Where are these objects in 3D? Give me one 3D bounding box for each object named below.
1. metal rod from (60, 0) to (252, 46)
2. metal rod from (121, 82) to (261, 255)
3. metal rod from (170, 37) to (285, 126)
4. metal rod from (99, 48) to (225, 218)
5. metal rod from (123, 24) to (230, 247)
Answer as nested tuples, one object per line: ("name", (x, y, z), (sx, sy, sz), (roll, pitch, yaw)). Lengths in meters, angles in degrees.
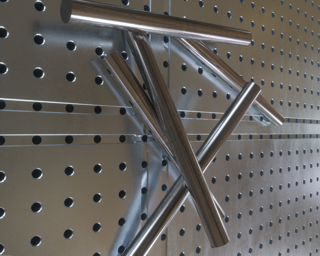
("metal rod", (0.023, -0.128, 0.395), (0.302, 0.025, 0.025), (-8, 95, -41))
("metal rod", (0.049, 0.054, 0.418), (0.300, 0.025, 0.025), (-52, 122, -15))
("metal rod", (0.128, -0.075, 0.519), (0.301, 0.025, 0.025), (30, 72, -36))
("metal rod", (0.015, 0.026, 0.423), (0.025, 0.025, 0.299), (-49, 119, -29))
("metal rod", (0.019, 0.006, 0.386), (0.025, 0.025, 0.299), (-24, 93, -38))
